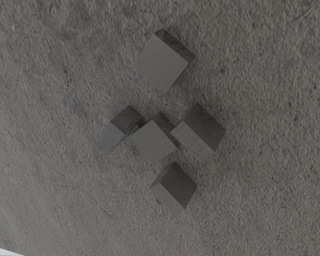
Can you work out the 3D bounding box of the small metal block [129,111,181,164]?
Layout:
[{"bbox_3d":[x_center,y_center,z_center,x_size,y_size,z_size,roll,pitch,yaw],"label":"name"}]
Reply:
[{"bbox_3d":[-0.004,0.013,0.417,0.050,0.025,0.050,49,129,-7],"label":"small metal block"}]

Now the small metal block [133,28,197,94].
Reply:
[{"bbox_3d":[0.005,-0.077,0.357,0.050,0.025,0.050,40,129,0],"label":"small metal block"}]

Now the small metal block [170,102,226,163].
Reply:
[{"bbox_3d":[0.046,0.004,0.369,0.050,0.050,0.025,45,129,-3],"label":"small metal block"}]

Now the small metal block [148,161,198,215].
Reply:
[{"bbox_3d":[0.019,0.083,0.432,0.050,0.050,0.025,47,129,-5],"label":"small metal block"}]

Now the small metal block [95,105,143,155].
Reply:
[{"bbox_3d":[-0.056,0.002,0.422,0.025,0.050,0.050,41,129,0],"label":"small metal block"}]
